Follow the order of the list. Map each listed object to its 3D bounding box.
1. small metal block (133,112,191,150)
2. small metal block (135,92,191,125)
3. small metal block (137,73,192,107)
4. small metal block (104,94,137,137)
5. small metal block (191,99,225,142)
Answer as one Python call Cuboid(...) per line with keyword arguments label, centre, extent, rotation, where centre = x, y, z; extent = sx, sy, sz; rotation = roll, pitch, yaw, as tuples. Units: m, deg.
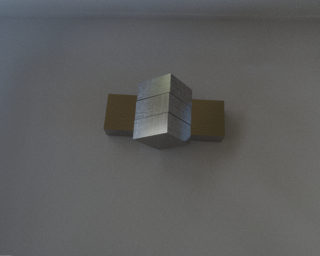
Cuboid(label="small metal block", centre=(0.003, 0.005, 0.382), extent=(0.050, 0.050, 0.025), rotation=(-12, 65, 34))
Cuboid(label="small metal block", centre=(0.005, -0.018, 0.391), extent=(0.050, 0.050, 0.025), rotation=(-12, 65, 34))
Cuboid(label="small metal block", centre=(0.007, -0.042, 0.399), extent=(0.050, 0.050, 0.025), rotation=(-11, 65, 35))
Cuboid(label="small metal block", centre=(-0.045, -0.016, 0.413), extent=(0.050, 0.025, 0.050), rotation=(4, 70, 1))
Cuboid(label="small metal block", centre=(0.058, -0.010, 0.413), extent=(0.050, 0.025, 0.050), rotation=(3, 70, 0))
